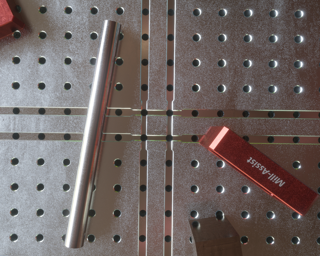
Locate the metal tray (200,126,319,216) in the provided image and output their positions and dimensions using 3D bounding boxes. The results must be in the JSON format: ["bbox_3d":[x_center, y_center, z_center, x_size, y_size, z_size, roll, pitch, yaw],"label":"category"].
[{"bbox_3d":[0.115,0.048,0.381,0.130,0.090,0.030,36,90,0],"label":"metal tray"}]

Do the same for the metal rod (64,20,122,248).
[{"bbox_3d":[-0.089,0.008,0.412,0.025,0.025,0.298,10,90,0],"label":"metal rod"}]

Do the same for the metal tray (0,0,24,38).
[{"bbox_3d":[-0.262,-0.152,0.408,0.131,0.030,0.090,-25,90,0],"label":"metal tray"}]

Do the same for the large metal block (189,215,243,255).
[{"bbox_3d":[0.070,0.163,0.386,0.050,0.080,0.080,-9,90,0],"label":"large metal block"}]
